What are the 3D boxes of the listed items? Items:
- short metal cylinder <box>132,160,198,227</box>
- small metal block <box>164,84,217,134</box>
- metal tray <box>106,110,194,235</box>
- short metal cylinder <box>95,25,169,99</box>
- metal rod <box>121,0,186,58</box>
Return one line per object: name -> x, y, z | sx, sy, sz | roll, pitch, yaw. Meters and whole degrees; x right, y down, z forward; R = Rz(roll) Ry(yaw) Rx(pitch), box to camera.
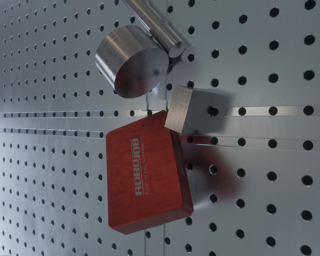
short metal cylinder -> 0.001, 0.079, 0.392 | 0.080, 0.050, 0.079 | 0, 90, 40
small metal block -> 0.036, -0.021, 0.363 | 0.025, 0.050, 0.050 | 23, 105, 37
metal tray -> -0.017, 0.050, 0.370 | 0.090, 0.030, 0.130 | -21, 52, 16
short metal cylinder -> -0.036, -0.085, 0.403 | 0.050, 0.081, 0.080 | 52, 120, 27
metal rod -> -0.058, -0.207, 0.456 | 0.025, 0.025, 0.300 | -51, 60, 28
